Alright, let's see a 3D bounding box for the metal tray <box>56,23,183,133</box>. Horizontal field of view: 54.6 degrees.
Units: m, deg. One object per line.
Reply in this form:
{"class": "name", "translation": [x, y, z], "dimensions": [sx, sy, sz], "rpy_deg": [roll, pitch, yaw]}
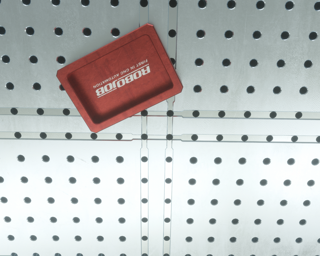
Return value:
{"class": "metal tray", "translation": [-0.048, -0.061, 0.387], "dimensions": [0.130, 0.030, 0.090], "rpy_deg": [-25, 108, 9]}
